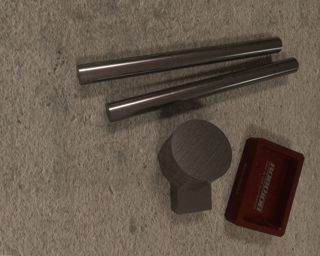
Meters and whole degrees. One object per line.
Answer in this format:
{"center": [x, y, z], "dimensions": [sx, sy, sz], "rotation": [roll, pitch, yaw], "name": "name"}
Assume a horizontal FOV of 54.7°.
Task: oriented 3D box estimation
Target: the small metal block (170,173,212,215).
{"center": [0.042, 0.088, 0.426], "dimensions": [0.050, 0.025, 0.050], "rotation": [-3, 91, -20], "name": "small metal block"}

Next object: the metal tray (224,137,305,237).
{"center": [0.159, 0.088, 0.467], "dimensions": [0.091, 0.030, 0.129], "rotation": [20, 83, -19], "name": "metal tray"}

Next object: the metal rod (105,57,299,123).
{"center": [0.072, -0.059, 0.436], "dimensions": [0.302, 0.025, 0.025], "rotation": [-16, 96, -20], "name": "metal rod"}

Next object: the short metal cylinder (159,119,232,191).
{"center": [0.044, 0.035, 0.398], "dimensions": [0.081, 0.050, 0.080], "rotation": [8, 63, -16], "name": "short metal cylinder"}

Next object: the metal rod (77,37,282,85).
{"center": [0.041, -0.096, 0.425], "dimensions": [0.302, 0.025, 0.025], "rotation": [-13, 95, -20], "name": "metal rod"}
